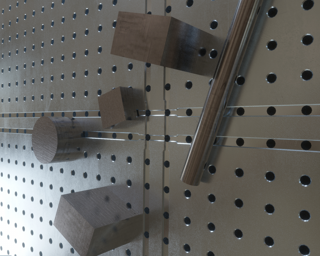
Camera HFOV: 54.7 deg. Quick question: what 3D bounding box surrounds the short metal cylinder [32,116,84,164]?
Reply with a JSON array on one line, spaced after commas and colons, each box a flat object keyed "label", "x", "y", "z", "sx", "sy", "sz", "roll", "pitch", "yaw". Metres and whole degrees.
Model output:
[{"label": "short metal cylinder", "x": -0.178, "y": 0.020, "z": 0.536, "sx": 0.080, "sy": 0.050, "sz": 0.079, "roll": 0, "pitch": 90, "yaw": 39}]

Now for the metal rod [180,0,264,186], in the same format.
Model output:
[{"label": "metal rod", "x": 0.078, "y": -0.074, "z": 0.343, "sx": 0.025, "sy": 0.025, "sz": 0.298, "roll": 27, "pitch": 107, "yaw": 36}]

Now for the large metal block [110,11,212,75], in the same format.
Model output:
[{"label": "large metal block", "x": 0.002, "y": -0.100, "z": 0.370, "sx": 0.080, "sy": 0.081, "sz": 0.050, "roll": 22, "pitch": 104, "yaw": 37}]

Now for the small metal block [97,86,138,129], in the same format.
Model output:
[{"label": "small metal block", "x": -0.063, "y": -0.029, "z": 0.459, "sx": 0.050, "sy": 0.025, "sz": 0.050, "roll": -18, "pitch": 79, "yaw": 38}]

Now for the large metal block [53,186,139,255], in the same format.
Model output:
[{"label": "large metal block", "x": -0.092, "y": 0.132, "z": 0.447, "sx": 0.080, "sy": 0.081, "sz": 0.050, "roll": 30, "pitch": 109, "yaw": 35}]
